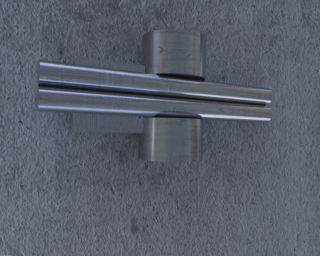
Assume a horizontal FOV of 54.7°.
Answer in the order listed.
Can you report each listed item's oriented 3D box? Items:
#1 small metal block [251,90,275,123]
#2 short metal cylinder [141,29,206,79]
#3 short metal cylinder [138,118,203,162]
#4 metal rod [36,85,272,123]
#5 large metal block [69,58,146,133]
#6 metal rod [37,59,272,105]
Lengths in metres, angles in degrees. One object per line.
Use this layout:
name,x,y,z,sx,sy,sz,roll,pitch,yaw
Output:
small metal block,0.142,-0.033,0.463,0.050,0.025,0.050,3,89,-20
short metal cylinder,0.017,-0.086,0.387,0.081,0.080,0.050,2,90,-20
short metal cylinder,0.013,0.014,0.386,0.081,0.080,0.050,2,90,-20
metal rod,0.016,-0.024,0.369,0.303,0.025,0.025,2,90,-28
large metal block,-0.065,-0.035,0.373,0.081,0.050,0.080,2,90,-20
metal rod,0.016,-0.049,0.369,0.303,0.025,0.025,2,90,-28
